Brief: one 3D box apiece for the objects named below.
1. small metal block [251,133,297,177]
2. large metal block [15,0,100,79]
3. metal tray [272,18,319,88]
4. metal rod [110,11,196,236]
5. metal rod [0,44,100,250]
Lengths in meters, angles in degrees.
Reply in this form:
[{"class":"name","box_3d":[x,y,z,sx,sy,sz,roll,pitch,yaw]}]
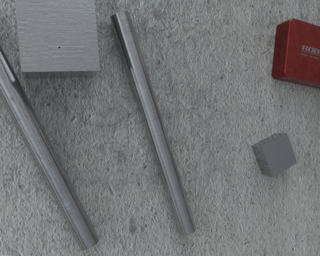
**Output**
[{"class":"small metal block","box_3d":[0.176,0.041,0.476,0.050,0.025,0.050,-25,99,-19]},{"class":"large metal block","box_3d":[-0.116,-0.100,0.353,0.081,0.050,0.079,-5,92,-20]},{"class":"metal tray","box_3d":[0.246,-0.115,0.500,0.131,0.030,0.089,7,88,-20]},{"class":"metal rod","box_3d":[-0.007,-0.001,0.407,0.025,0.025,0.298,-20,97,-19]},{"class":"metal rod","box_3d":[-0.146,0.007,0.355,0.025,0.025,0.299,-27,99,-18]}]
